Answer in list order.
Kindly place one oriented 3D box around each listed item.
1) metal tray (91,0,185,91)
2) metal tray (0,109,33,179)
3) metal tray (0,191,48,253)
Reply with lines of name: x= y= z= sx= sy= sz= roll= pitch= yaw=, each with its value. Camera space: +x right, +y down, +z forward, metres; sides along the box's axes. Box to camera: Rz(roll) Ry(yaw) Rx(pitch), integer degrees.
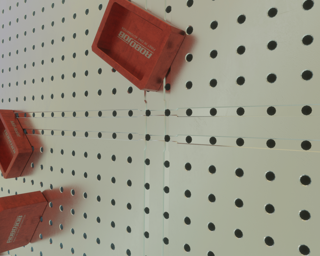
metal tray: x=-0.036 y=-0.121 z=0.433 sx=0.130 sy=0.030 sz=0.089 roll=41 pitch=115 yaw=32
metal tray: x=-0.329 y=0.033 z=0.672 sx=0.130 sy=0.030 sz=0.090 roll=51 pitch=120 yaw=27
metal tray: x=-0.283 y=0.184 z=0.596 sx=0.030 sy=0.091 sz=0.129 roll=44 pitch=116 yaw=31
